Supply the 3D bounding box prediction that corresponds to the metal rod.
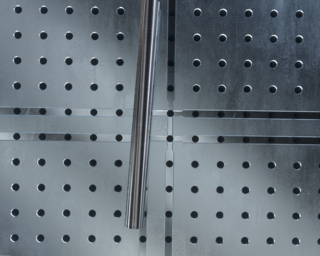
[{"bbox_3d":[-0.023,-0.018,0.413,0.025,0.025,0.298,4,90,0],"label":"metal rod"}]
